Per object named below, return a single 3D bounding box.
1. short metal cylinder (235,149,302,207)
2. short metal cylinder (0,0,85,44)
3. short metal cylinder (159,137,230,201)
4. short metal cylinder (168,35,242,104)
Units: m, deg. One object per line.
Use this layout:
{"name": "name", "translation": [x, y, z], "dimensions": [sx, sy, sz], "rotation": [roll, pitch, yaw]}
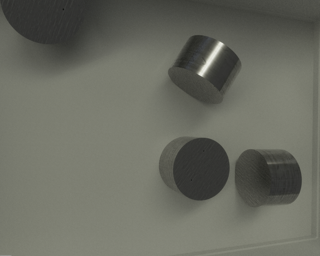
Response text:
{"name": "short metal cylinder", "translation": [0.151, 0.070, 0.439], "dimensions": [0.050, 0.080, 0.079], "rotation": [2, 90, -20]}
{"name": "short metal cylinder", "translation": [-0.123, -0.137, 0.334], "dimensions": [0.081, 0.050, 0.079], "rotation": [-7, 122, -12]}
{"name": "short metal cylinder", "translation": [0.045, 0.052, 0.415], "dimensions": [0.081, 0.050, 0.079], "rotation": [0, 90, -21]}
{"name": "short metal cylinder", "translation": [0.058, -0.074, 0.404], "dimensions": [0.080, 0.080, 0.050], "rotation": [35, 79, -17]}
